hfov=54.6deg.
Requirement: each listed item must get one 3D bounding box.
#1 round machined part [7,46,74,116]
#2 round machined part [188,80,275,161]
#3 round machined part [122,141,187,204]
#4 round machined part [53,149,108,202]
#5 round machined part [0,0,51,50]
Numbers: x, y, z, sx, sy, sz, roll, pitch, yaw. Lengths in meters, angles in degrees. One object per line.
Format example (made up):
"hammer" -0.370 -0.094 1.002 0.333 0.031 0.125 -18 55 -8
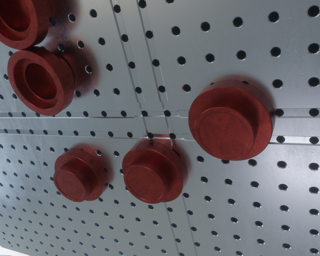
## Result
"round machined part" -0.164 -0.070 0.443 0.098 0.042 0.097 14 126 20
"round machined part" 0.078 -0.002 0.358 0.098 0.042 0.097 13 124 21
"round machined part" -0.013 0.071 0.452 0.098 0.042 0.097 13 124 21
"round machined part" -0.142 0.087 0.530 0.098 0.042 0.097 13 124 21
"round machined part" -0.182 -0.155 0.401 0.098 0.042 0.097 13 124 21
